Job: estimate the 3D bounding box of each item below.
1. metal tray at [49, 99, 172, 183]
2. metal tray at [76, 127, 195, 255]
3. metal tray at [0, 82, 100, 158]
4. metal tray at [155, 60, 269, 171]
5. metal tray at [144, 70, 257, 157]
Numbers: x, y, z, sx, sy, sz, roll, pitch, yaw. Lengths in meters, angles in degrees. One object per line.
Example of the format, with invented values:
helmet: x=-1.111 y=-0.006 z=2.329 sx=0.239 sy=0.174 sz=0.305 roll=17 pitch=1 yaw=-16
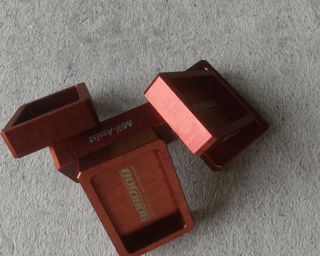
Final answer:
metal tray: x=-0.052 y=0.019 z=0.367 sx=0.131 sy=0.090 sz=0.030 roll=-23 pitch=72 yaw=-9
metal tray: x=-0.023 y=0.074 z=0.335 sx=0.091 sy=0.030 sz=0.129 roll=-23 pitch=117 yaw=-8
metal tray: x=-0.123 y=-0.016 z=0.363 sx=0.091 sy=0.130 sz=0.030 roll=-23 pitch=111 yaw=-9
metal tray: x=0.066 y=-0.019 z=0.414 sx=0.090 sy=0.030 sz=0.130 roll=-37 pitch=74 yaw=-13
metal tray: x=0.053 y=-0.025 z=0.360 sx=0.090 sy=0.030 sz=0.131 roll=50 pitch=33 yaw=15
